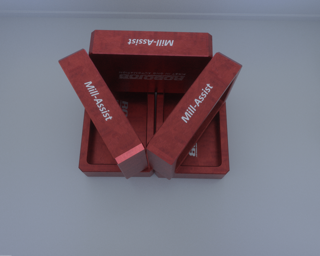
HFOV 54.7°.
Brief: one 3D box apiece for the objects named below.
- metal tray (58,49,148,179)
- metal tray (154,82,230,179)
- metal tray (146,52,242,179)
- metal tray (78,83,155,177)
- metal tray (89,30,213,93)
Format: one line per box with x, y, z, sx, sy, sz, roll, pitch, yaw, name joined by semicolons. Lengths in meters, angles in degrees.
-0.060;-0.012;0.345;0.030;0.090;0.130;-30;73;-10;metal tray
0.040;-0.001;0.406;0.091;0.030;0.130;1;69;1;metal tray
0.037;-0.010;0.344;0.030;0.090;0.130;34;74;11;metal tray
-0.052;-0.003;0.407;0.091;0.030;0.130;0;69;0;metal tray
-0.009;-0.075;0.368;0.131;0.090;0.030;2;71;1;metal tray
